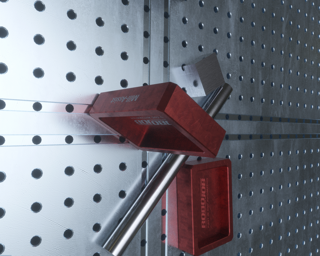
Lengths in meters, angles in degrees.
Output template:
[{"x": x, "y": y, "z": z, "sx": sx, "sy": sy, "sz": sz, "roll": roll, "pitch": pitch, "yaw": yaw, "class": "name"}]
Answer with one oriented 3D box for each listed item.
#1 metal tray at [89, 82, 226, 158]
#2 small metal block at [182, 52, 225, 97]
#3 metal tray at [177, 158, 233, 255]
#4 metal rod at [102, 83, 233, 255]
[{"x": -0.007, "y": -0.006, "z": 0.337, "sx": 0.090, "sy": 0.130, "sz": 0.030, "roll": 39, "pitch": 66, "yaw": -34, "class": "metal tray"}, {"x": 0.067, "y": -0.081, "z": 0.468, "sx": 0.050, "sy": 0.025, "sz": 0.050, "roll": -35, "pitch": 112, "yaw": -35, "class": "small metal block"}, {"x": 0.070, "y": 0.114, "z": 0.466, "sx": 0.091, "sy": 0.030, "sz": 0.129, "roll": -3, "pitch": 92, "yaw": -40, "class": "metal tray"}, {"x": 0.024, "y": 0.042, "z": 0.431, "sx": 0.301, "sy": 0.025, "sz": 0.025, "roll": -52, "pitch": 121, "yaw": -27, "class": "metal rod"}]
